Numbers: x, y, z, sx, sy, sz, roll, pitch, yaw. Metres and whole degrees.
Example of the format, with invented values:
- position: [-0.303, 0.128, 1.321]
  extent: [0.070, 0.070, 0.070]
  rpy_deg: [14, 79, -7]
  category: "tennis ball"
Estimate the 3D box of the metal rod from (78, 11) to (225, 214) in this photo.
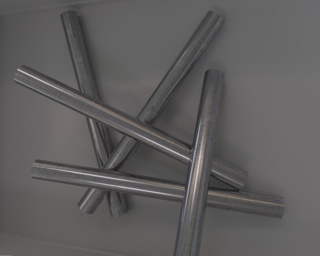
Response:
- position: [-0.014, -0.016, 0.399]
  extent: [0.025, 0.025, 0.299]
  rpy_deg: [36, 96, 16]
  category: "metal rod"

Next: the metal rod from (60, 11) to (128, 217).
- position: [-0.095, -0.024, 0.444]
  extent: [0.025, 0.025, 0.299]
  rpy_deg: [-17, 84, 19]
  category: "metal rod"

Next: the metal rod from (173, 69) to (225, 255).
- position: [0.038, 0.067, 0.329]
  extent: [0.025, 0.025, 0.299]
  rpy_deg: [4, 65, 20]
  category: "metal rod"

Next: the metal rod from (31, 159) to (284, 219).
- position: [-0.007, 0.073, 0.376]
  extent: [0.302, 0.025, 0.025]
  rpy_deg: [8, 93, 6]
  category: "metal rod"

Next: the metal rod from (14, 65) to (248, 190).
- position: [-0.037, -0.002, 0.376]
  extent: [0.301, 0.025, 0.025]
  rpy_deg: [26, 99, 3]
  category: "metal rod"
